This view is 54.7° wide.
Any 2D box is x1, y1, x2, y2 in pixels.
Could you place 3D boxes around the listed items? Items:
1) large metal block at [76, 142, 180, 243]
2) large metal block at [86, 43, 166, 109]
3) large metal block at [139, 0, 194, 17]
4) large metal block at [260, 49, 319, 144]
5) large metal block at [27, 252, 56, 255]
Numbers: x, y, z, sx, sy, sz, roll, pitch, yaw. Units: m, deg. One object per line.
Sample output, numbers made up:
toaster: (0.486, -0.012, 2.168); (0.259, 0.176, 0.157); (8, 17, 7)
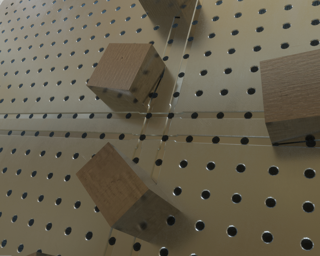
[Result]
large metal block: (-0.035, 0.072, 0.345); (0.050, 0.080, 0.080); (-45, 51, -3)
large metal block: (-0.050, -0.079, 0.465); (0.080, 0.050, 0.080); (10, 67, 32)
large metal block: (0.004, -0.234, 0.513); (0.080, 0.080, 0.050); (17, 71, 34)
large metal block: (0.155, -0.033, 0.331); (0.080, 0.050, 0.080); (-8, 58, 23)
large metal block: (-0.155, 0.197, 0.350); (0.080, 0.050, 0.080); (-25, 53, 13)
